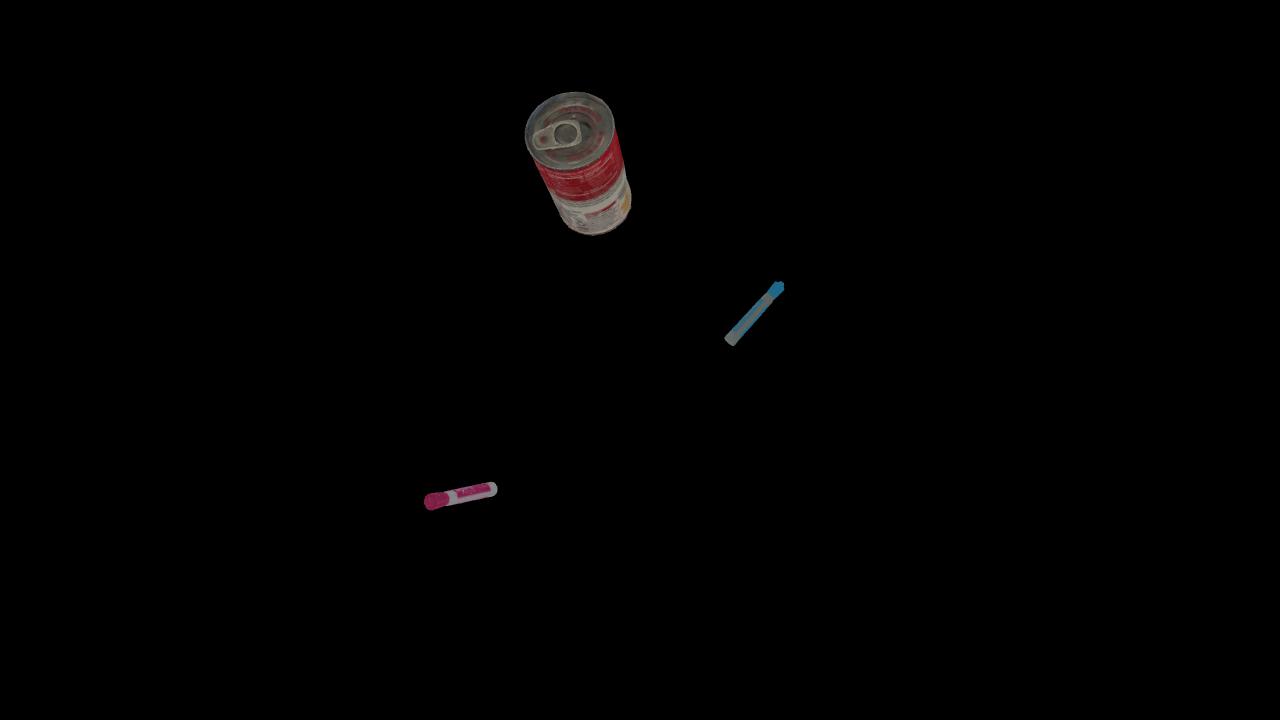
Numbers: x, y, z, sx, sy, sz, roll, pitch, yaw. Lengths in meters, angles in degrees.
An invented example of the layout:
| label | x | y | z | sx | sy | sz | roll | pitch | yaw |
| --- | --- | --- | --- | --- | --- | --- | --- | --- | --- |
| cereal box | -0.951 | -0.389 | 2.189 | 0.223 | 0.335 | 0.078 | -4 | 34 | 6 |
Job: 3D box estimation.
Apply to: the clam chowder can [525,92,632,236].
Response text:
| label | x | y | z | sx | sy | sz | roll | pitch | yaw |
| --- | --- | --- | --- | --- | --- | --- | --- | --- | --- |
| clam chowder can | -0.045 | -0.153 | 0.495 | 0.068 | 0.068 | 0.102 | 0 | -18 | 8 |

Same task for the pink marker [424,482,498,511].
| label | x | y | z | sx | sy | sz | roll | pitch | yaw |
| --- | --- | --- | --- | --- | --- | --- | --- | --- | --- |
| pink marker | -0.211 | 0.161 | 0.731 | 0.020 | 0.020 | 0.121 | 0 | -4 | 21 |

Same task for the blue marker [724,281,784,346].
| label | x | y | z | sx | sy | sz | roll | pitch | yaw |
| --- | --- | --- | --- | --- | --- | --- | --- | --- | --- |
| blue marker | 0.169 | -0.070 | 0.900 | 0.020 | 0.121 | 0.020 | 42 | -8 | 8 |
